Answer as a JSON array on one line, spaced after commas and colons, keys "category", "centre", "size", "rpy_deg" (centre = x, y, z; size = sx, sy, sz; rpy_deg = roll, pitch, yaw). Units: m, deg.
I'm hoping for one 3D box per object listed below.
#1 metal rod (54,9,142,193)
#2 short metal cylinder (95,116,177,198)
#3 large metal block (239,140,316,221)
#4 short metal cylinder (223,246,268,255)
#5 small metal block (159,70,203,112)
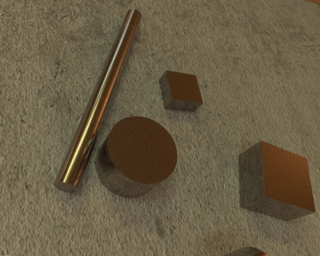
[{"category": "metal rod", "centre": [-0.068, -0.058, 0.402], "size": [0.025, 0.025, 0.300], "rpy_deg": [23, 53, -14]}, {"category": "short metal cylinder", "centre": [-0.028, 0.033, 0.352], "size": [0.081, 0.050, 0.080], "rpy_deg": [14, 56, -21]}, {"category": "large metal block", "centre": [0.158, 0.074, 0.427], "size": [0.080, 0.050, 0.080], "rpy_deg": [20, 54, -16]}, {"category": "short metal cylinder", "centre": [0.084, 0.168, 0.311], "size": [0.050, 0.080, 0.080], "rpy_deg": [-8, 66, -32]}, {"category": "small metal block", "centre": [0.030, -0.053, 0.452], "size": [0.050, 0.025, 0.050], "rpy_deg": [4, 60, -26]}]
